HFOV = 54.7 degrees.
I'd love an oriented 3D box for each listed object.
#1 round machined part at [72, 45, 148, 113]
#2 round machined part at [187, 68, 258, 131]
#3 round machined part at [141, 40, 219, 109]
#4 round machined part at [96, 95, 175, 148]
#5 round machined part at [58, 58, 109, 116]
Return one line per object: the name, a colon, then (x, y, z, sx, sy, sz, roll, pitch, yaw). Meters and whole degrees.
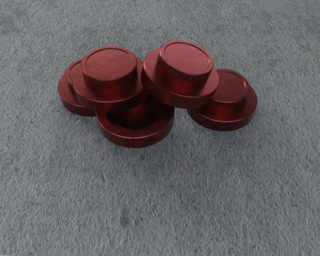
round machined part: (-0.062, -0.068, 0.395, 0.099, 0.042, 0.098, 0, 50, 0)
round machined part: (0.086, -0.046, 0.432, 0.099, 0.042, 0.098, 0, 50, 0)
round machined part: (0.028, -0.073, 0.388, 0.099, 0.042, 0.098, 9, 48, -10)
round machined part: (-0.031, -0.012, 0.403, 0.099, 0.042, 0.098, 0, 50, 0)
round machined part: (-0.098, -0.066, 0.447, 0.099, 0.042, 0.098, 0, 50, 0)
